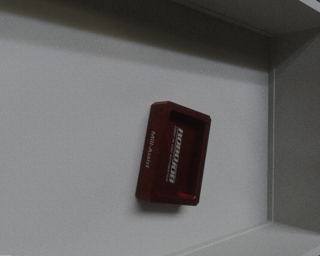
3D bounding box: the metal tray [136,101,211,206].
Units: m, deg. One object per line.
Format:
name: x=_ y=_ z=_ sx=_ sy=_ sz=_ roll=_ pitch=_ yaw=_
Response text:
metal tray: x=0.022 y=0.037 z=0.423 sx=0.091 sy=0.030 sz=0.129 roll=16 pitch=80 yaw=-39
